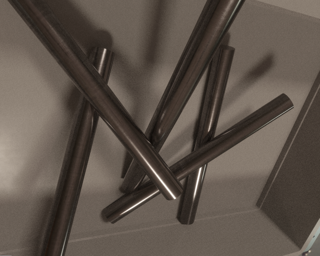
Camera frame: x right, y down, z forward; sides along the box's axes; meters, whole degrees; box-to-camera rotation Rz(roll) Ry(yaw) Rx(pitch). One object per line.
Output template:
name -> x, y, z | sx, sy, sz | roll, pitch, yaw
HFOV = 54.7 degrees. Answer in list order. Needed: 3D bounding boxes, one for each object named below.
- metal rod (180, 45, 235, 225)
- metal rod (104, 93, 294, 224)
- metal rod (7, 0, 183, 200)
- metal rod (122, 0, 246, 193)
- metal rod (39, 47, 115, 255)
metal rod -> 0.065, 0.028, 0.463 | 0.025, 0.025, 0.298 | -7, 122, -25
metal rod -> 0.051, 0.045, 0.438 | 0.300, 0.025, 0.025 | -34, 130, 5
metal rod -> -0.062, -0.036, 0.302 | 0.025, 0.025, 0.299 | -37, 114, -4
metal rod -> 0.004, -0.009, 0.330 | 0.025, 0.025, 0.298 | -5, 145, -26
metal rod -> -0.096, 0.063, 0.326 | 0.025, 0.025, 0.298 | 15, 89, -35
